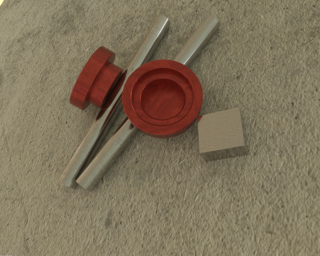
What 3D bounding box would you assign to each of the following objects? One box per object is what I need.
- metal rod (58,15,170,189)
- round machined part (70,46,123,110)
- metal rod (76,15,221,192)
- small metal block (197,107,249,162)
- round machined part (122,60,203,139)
[{"bbox_3d":[-0.061,-0.049,0.465,0.025,0.025,0.300,16,70,34],"label":"metal rod"},{"bbox_3d":[-0.089,-0.068,0.459,0.042,0.098,0.098,30,74,-6],"label":"round machined part"},{"bbox_3d":[-0.011,-0.041,0.434,0.025,0.025,0.300,30,78,37],"label":"metal rod"},{"bbox_3d":[0.073,0.008,0.361,0.050,0.025,0.050,-12,56,21],"label":"small metal block"},{"bbox_3d":[0.004,-0.034,0.396,0.099,0.042,0.098,-1,75,4],"label":"round machined part"}]
